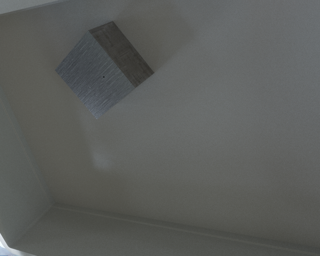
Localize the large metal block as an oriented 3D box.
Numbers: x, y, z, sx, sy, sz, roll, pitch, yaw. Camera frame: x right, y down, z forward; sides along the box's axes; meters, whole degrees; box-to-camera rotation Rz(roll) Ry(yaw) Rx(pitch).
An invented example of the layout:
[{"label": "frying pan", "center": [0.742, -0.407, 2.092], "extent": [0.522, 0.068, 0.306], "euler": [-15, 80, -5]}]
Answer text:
[{"label": "large metal block", "center": [-0.069, -0.070, 0.386], "extent": [0.080, 0.050, 0.080], "euler": [-33, 100, 38]}]
